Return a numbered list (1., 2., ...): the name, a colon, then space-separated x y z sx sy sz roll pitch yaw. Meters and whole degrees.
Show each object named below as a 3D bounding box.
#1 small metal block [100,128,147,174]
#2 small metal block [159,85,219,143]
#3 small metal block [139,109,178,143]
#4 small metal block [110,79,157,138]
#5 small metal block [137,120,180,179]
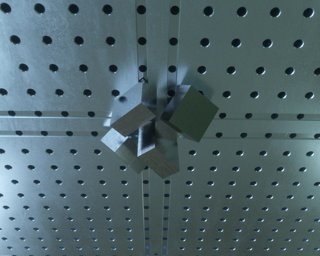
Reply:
1. small metal block: -0.046 0.030 0.416 0.025 0.050 0.050 -48 123 -10
2. small metal block: 0.036 -0.018 0.379 0.050 0.025 0.050 35 82 -26
3. small metal block: -0.003 0.002 0.413 0.050 0.025 0.050 -1 130 -1
4. small metal block: -0.031 -0.024 0.374 0.050 0.050 0.025 -34 123 25
5. small metal block: -0.001 0.027 0.384 0.025 0.050 0.050 -30 125 22
